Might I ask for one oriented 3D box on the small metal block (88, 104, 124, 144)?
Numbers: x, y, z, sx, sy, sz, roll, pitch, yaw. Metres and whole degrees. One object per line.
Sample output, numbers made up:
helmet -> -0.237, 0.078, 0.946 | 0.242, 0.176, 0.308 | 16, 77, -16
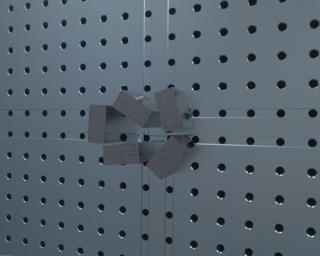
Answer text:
small metal block -> -0.073, -0.006, 0.426 | 0.025, 0.050, 0.050 | 4, 92, 20

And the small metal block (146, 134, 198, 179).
small metal block -> 0.016, 0.035, 0.393 | 0.025, 0.050, 0.050 | 44, 104, 15

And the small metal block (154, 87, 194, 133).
small metal block -> 0.019, -0.021, 0.392 | 0.025, 0.050, 0.050 | -17, 84, 19

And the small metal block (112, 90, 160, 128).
small metal block -> -0.026, -0.025, 0.409 | 0.050, 0.050, 0.025 | 35, 102, 16

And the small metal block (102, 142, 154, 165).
small metal block -> -0.041, 0.033, 0.414 | 0.050, 0.050, 0.025 | -5, 88, 20
